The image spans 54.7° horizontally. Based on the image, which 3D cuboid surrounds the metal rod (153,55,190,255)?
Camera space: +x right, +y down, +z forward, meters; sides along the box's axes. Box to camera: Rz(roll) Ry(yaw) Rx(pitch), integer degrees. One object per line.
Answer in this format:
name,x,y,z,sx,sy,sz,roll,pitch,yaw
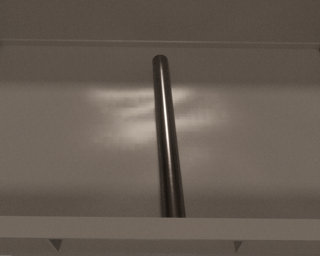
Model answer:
metal rod,0.009,0.008,0.398,0.025,0.025,0.300,-2,50,-2
